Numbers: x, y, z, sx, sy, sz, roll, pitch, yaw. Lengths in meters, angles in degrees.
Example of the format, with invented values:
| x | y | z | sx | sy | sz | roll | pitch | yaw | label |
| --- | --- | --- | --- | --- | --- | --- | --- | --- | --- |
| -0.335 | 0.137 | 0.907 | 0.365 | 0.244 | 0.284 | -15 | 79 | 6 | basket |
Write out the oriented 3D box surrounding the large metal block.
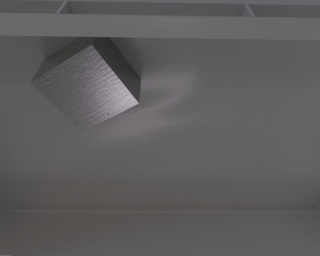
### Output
| x | y | z | sx | sy | sz | roll | pitch | yaw | label |
| --- | --- | --- | --- | --- | --- | --- | --- | --- | --- |
| -0.078 | -0.053 | 0.347 | 0.080 | 0.050 | 0.080 | -25 | 126 | 19 | large metal block |
